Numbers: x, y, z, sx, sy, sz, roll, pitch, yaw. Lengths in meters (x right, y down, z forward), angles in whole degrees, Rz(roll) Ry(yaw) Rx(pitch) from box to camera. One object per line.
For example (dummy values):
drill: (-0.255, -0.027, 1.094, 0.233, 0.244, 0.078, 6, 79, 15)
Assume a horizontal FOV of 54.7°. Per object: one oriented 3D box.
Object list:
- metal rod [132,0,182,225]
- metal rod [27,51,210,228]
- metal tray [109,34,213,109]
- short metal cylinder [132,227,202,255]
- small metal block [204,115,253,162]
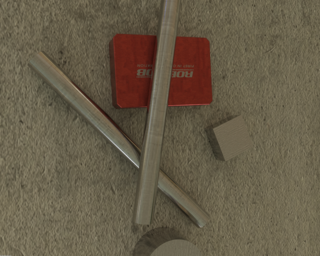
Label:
metal rod: (-0.002, -0.036, 0.375, 0.025, 0.025, 0.298, 8, 87, -20)
metal rod: (-0.042, 0.024, 0.393, 0.300, 0.025, 0.025, 46, 76, -14)
metal tray: (0.003, -0.073, 0.407, 0.131, 0.030, 0.089, -4, 91, -20)
short metal cylinder: (0.009, 0.175, 0.399, 0.081, 0.050, 0.079, 0, 90, -20)
small metal block: (0.099, 0.014, 0.446, 0.050, 0.025, 0.050, -25, 99, -18)
